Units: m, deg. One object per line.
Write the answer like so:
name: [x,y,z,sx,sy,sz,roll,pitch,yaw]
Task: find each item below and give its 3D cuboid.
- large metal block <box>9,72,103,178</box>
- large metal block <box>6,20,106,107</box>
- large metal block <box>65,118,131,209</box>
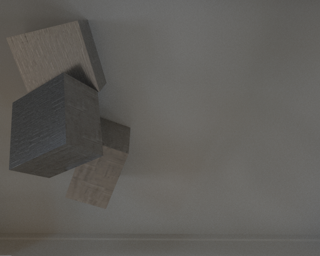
large metal block: [-0.112,0.000,0.332,0.080,0.080,0.050,-23,151,24]
large metal block: [-0.118,-0.078,0.368,0.080,0.050,0.079,-12,110,4]
large metal block: [-0.076,0.041,0.394,0.050,0.080,0.079,20,109,-11]
